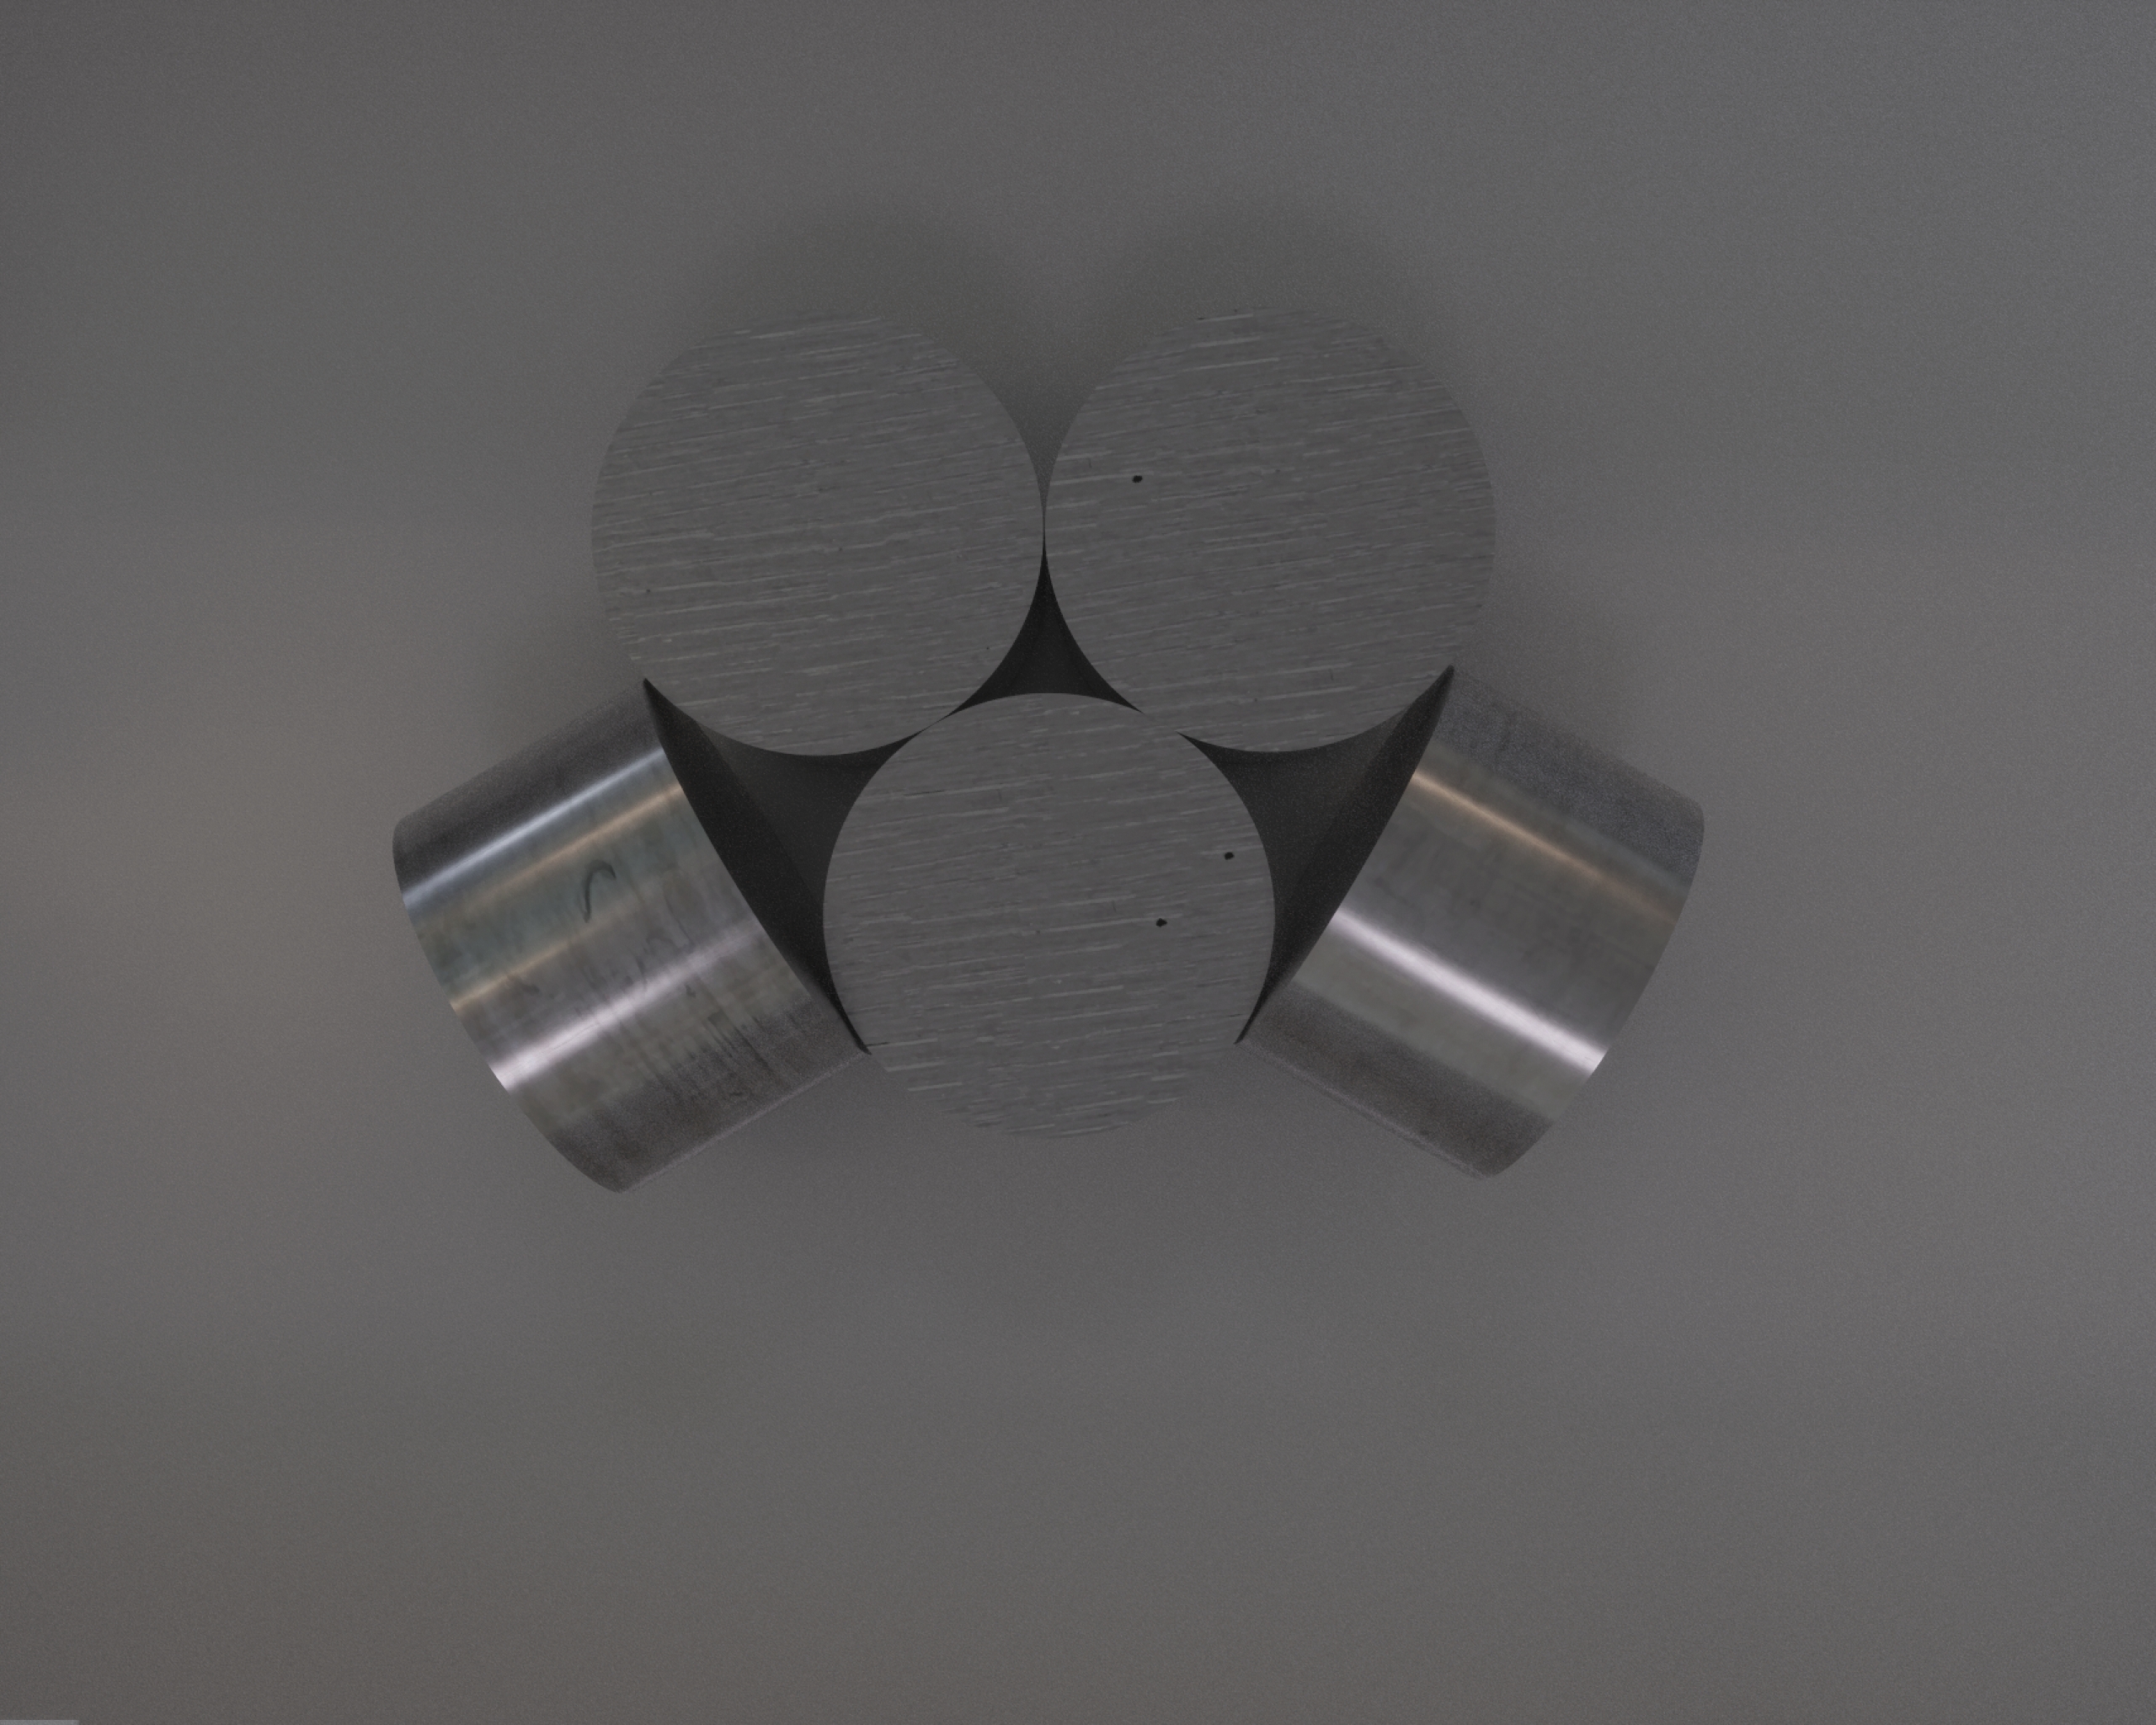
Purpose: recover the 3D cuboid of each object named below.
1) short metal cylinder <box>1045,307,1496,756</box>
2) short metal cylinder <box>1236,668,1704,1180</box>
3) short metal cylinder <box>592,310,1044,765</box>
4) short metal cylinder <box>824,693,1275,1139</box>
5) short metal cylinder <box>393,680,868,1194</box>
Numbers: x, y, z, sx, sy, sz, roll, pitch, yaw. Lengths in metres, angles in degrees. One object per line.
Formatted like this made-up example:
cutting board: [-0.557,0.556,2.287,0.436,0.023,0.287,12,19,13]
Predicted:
short metal cylinder: [0.034,-0.060,0.397,0.081,0.050,0.080,0,90,0]
short metal cylinder: [0.070,0.011,0.382,0.050,0.080,0.080,30,90,0]
short metal cylinder: [-0.046,-0.059,0.397,0.081,0.050,0.080,0,90,0]
short metal cylinder: [-0.005,0.009,0.397,0.081,0.050,0.080,0,90,0]
short metal cylinder: [-0.079,0.013,0.382,0.050,0.080,0.080,-30,90,0]
